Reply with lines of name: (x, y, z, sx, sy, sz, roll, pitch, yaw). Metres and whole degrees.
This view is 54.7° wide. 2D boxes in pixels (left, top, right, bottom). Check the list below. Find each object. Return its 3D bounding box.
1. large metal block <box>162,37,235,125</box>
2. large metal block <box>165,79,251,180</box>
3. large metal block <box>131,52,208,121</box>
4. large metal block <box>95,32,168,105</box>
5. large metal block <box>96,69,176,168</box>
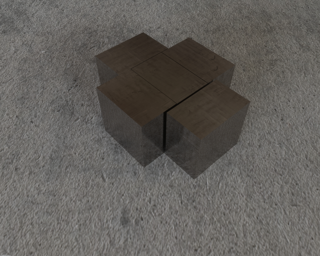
large metal block: (0.048, -0.063, 0.423, 0.050, 0.080, 0.080, -35, 59, -26)
large metal block: (0.054, 0.002, 0.368, 0.080, 0.080, 0.050, -35, 59, -26)
large metal block: (0.010, -0.037, 0.401, 0.050, 0.080, 0.080, -35, 59, -26)
large metal block: (-0.036, -0.073, 0.430, 0.080, 0.080, 0.050, -35, 59, -26)
large metal block: (-0.028, -0.011, 0.379, 0.050, 0.080, 0.080, -35, 59, -26)
